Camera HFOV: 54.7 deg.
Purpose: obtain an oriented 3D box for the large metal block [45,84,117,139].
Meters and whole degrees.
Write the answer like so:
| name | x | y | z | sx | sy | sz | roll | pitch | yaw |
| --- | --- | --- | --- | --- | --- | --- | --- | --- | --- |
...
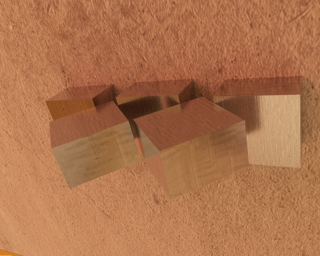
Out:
| name | x | y | z | sx | sy | sz | roll | pitch | yaw |
| --- | --- | --- | --- | --- | --- | --- | --- | --- | --- |
| large metal block | -0.100 | -0.013 | 0.435 | 0.080 | 0.050 | 0.080 | 0 | 119 | 27 |

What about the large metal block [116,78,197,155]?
| name | x | y | z | sx | sy | sz | roll | pitch | yaw |
| --- | --- | --- | --- | --- | --- | --- | --- | --- | --- |
| large metal block | 0.002 | -0.013 | 0.382 | 0.080 | 0.050 | 0.079 | 1 | 119 | 27 |

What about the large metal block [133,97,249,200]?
| name | x | y | z | sx | sy | sz | roll | pitch | yaw |
| --- | --- | --- | --- | --- | --- | --- | --- | --- | --- |
| large metal block | 0.028 | 0.014 | 0.304 | 0.080 | 0.081 | 0.050 | -135 | 29 | -61 |

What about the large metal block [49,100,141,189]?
| name | x | y | z | sx | sy | sz | roll | pitch | yaw |
| --- | --- | --- | --- | --- | --- | --- | --- | --- | --- |
| large metal block | -0.077 | 0.014 | 0.356 | 0.081 | 0.080 | 0.050 | -21 | 116 | -13 |

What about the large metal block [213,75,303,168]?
| name | x | y | z | sx | sy | sz | roll | pitch | yaw |
| --- | --- | --- | --- | --- | --- | --- | --- | --- | --- |
| large metal block | 0.108 | -0.008 | 0.331 | 0.080 | 0.050 | 0.079 | 2 | 119 | 27 |
